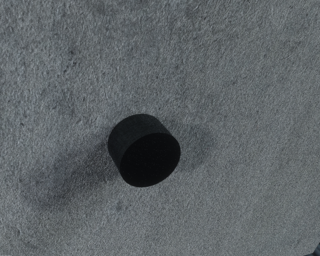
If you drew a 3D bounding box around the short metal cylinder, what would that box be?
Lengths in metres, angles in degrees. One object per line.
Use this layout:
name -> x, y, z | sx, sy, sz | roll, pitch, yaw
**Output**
short metal cylinder -> -0.021, 0.028, 0.396 | 0.081, 0.050, 0.080 | -14, 124, -21
